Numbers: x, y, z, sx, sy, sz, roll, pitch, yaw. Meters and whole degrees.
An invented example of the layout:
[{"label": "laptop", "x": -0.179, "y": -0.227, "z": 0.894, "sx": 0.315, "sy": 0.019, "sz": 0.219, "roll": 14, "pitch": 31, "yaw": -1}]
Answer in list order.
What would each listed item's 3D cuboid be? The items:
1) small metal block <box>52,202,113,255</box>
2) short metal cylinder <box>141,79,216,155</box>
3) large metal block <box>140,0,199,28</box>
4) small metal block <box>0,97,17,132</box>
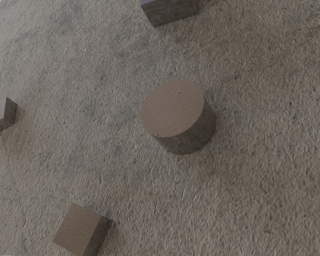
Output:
[{"label": "small metal block", "x": -0.093, "y": 0.125, "z": 0.375, "sx": 0.050, "sy": 0.025, "sz": 0.050, "roll": 12, "pitch": 68, "yaw": 32}, {"label": "short metal cylinder", "x": 0.023, "y": -0.013, "z": 0.383, "sx": 0.080, "sy": 0.050, "sz": 0.080, "roll": -13, "pitch": 56, "yaw": 20}, {"label": "large metal block", "x": 0.018, "y": -0.223, "z": 0.514, "sx": 0.080, "sy": 0.050, "sz": 0.080, "roll": -10, "pitch": 57, "yaw": 22}, {"label": "small metal block", "x": -0.294, "y": -0.022, "z": 0.569, "sx": 0.050, "sy": 0.025, "sz": 0.050, "roll": -23, "pitch": 53, "yaw": 13}]
